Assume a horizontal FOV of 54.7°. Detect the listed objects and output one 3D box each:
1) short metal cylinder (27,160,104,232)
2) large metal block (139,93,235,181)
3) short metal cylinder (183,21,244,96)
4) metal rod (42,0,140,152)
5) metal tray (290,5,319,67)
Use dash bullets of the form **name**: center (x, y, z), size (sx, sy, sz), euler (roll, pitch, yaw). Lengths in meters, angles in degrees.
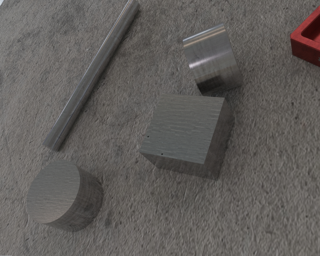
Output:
- **short metal cylinder**: center (-0.121, 0.087, 0.397), size (0.080, 0.050, 0.080), euler (-13, 56, 21)
- **large metal block**: center (0.034, 0.009, 0.365), size (0.080, 0.050, 0.080), euler (8, 65, 31)
- **short metal cylinder**: center (0.067, -0.084, 0.385), size (0.050, 0.080, 0.080), euler (-18, 55, 18)
- **metal rod**: center (-0.108, -0.098, 0.520), size (0.025, 0.025, 0.300), euler (13, 68, 33)
- **metal tray**: center (0.226, -0.098, 0.342), size (0.090, 0.030, 0.130), euler (-45, 51, -3)
